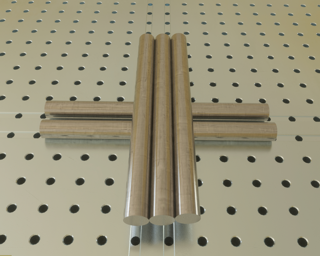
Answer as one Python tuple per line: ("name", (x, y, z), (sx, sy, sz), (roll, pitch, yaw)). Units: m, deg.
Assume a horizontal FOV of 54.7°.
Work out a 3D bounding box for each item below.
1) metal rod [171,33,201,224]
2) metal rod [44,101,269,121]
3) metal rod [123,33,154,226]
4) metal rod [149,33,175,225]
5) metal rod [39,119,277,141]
("metal rod", (0.028, -0.026, 0.398), (0.025, 0.025, 0.300), (1, 50, 0))
("metal rod", (-0.004, -0.024, 0.428), (0.302, 0.025, 0.025), (1, 50, 0))
("metal rod", (-0.022, -0.025, 0.396), (0.025, 0.025, 0.300), (1, 50, 0))
("metal rod", (0.003, -0.025, 0.397), (0.025, 0.025, 0.300), (1, 50, 0))
("metal rod", (-0.002, 0.003, 0.405), (0.302, 0.025, 0.025), (1, 50, 0))
